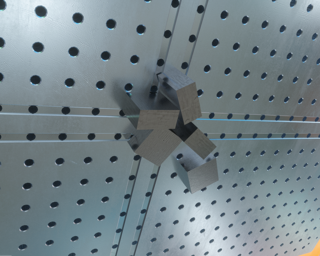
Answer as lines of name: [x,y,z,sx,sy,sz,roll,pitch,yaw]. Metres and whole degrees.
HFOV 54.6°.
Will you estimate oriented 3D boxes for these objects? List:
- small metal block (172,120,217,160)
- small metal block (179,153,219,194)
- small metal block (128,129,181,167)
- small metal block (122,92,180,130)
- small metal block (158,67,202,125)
small metal block: [0.043,0.010,0.424,0.025,0.050,0.050,-46,129,4]
small metal block: [0.062,0.068,0.487,0.050,0.025,0.050,-24,127,-14]
small metal block: [-0.006,0.018,0.418,0.050,0.025,0.050,-49,129,6]
small metal block: [-0.012,-0.021,0.375,0.050,0.050,0.025,-1,119,-28]
small metal block: [0.024,-0.040,0.383,0.025,0.050,0.050,-26,128,-12]
